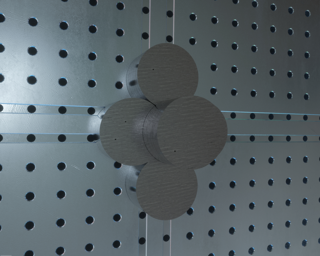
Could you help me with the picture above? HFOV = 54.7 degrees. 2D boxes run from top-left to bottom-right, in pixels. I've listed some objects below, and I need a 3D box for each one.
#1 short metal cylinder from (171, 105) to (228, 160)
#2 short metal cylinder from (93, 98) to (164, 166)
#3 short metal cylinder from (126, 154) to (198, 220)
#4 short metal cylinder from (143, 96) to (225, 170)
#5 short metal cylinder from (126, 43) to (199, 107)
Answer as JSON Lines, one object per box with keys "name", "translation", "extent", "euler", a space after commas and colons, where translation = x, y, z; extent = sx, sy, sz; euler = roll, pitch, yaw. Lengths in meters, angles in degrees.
{"name": "short metal cylinder", "translation": [0.042, 0.005, 0.414], "extent": [0.081, 0.050, 0.079], "euler": [0, 90, -20]}
{"name": "short metal cylinder", "translation": [-0.039, 0.004, 0.385], "extent": [0.081, 0.050, 0.079], "euler": [0, 90, -20]}
{"name": "short metal cylinder", "translation": [0.001, 0.072, 0.399], "extent": [0.081, 0.050, 0.080], "euler": [1, 88, -20]}
{"name": "short metal cylinder", "translation": [0.026, 0.005, 0.355], "extent": [0.081, 0.050, 0.079], "euler": [0, 90, -20]}
{"name": "short metal cylinder", "translation": [0.002, -0.064, 0.400], "extent": [0.081, 0.050, 0.079], "euler": [0, 90, -21]}
